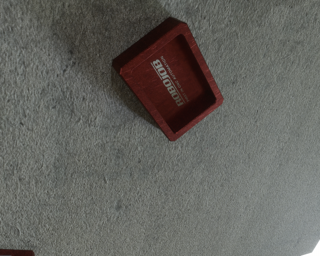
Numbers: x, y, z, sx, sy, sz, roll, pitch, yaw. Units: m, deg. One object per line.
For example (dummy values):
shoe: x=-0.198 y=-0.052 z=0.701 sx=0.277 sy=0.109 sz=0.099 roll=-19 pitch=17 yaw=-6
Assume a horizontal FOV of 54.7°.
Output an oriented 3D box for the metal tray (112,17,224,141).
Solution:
metal tray: x=0.015 y=-0.054 z=0.377 sx=0.090 sy=0.030 sz=0.130 roll=-38 pitch=129 yaw=-2

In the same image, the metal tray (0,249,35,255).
metal tray: x=-0.226 y=0.198 z=0.383 sx=0.091 sy=0.030 sz=0.129 roll=21 pitch=120 yaw=-38

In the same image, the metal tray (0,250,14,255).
metal tray: x=-0.199 y=0.177 z=0.338 sx=0.090 sy=0.130 sz=0.030 roll=29 pitch=85 yaw=-38
